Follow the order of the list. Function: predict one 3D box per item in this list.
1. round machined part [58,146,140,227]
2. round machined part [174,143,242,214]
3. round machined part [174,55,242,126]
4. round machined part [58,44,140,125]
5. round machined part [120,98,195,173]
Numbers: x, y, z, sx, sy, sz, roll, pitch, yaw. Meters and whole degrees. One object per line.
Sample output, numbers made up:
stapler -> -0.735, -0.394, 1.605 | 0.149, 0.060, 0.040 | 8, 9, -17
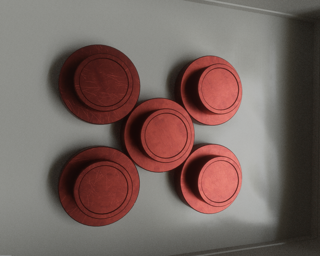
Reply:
round machined part -> -0.071, 0.071, 0.375 | 0.099, 0.042, 0.097 | 0, 90, -21
round machined part -> 0.073, 0.071, 0.429 | 0.099, 0.042, 0.097 | 0, 90, -21
round machined part -> 0.073, -0.052, 0.428 | 0.099, 0.042, 0.097 | 0, 90, -21
round machined part -> -0.071, -0.053, 0.374 | 0.099, 0.042, 0.097 | 0, 90, -21
round machined part -> 0.001, 0.009, 0.401 | 0.099, 0.042, 0.097 | 0, 90, -21
